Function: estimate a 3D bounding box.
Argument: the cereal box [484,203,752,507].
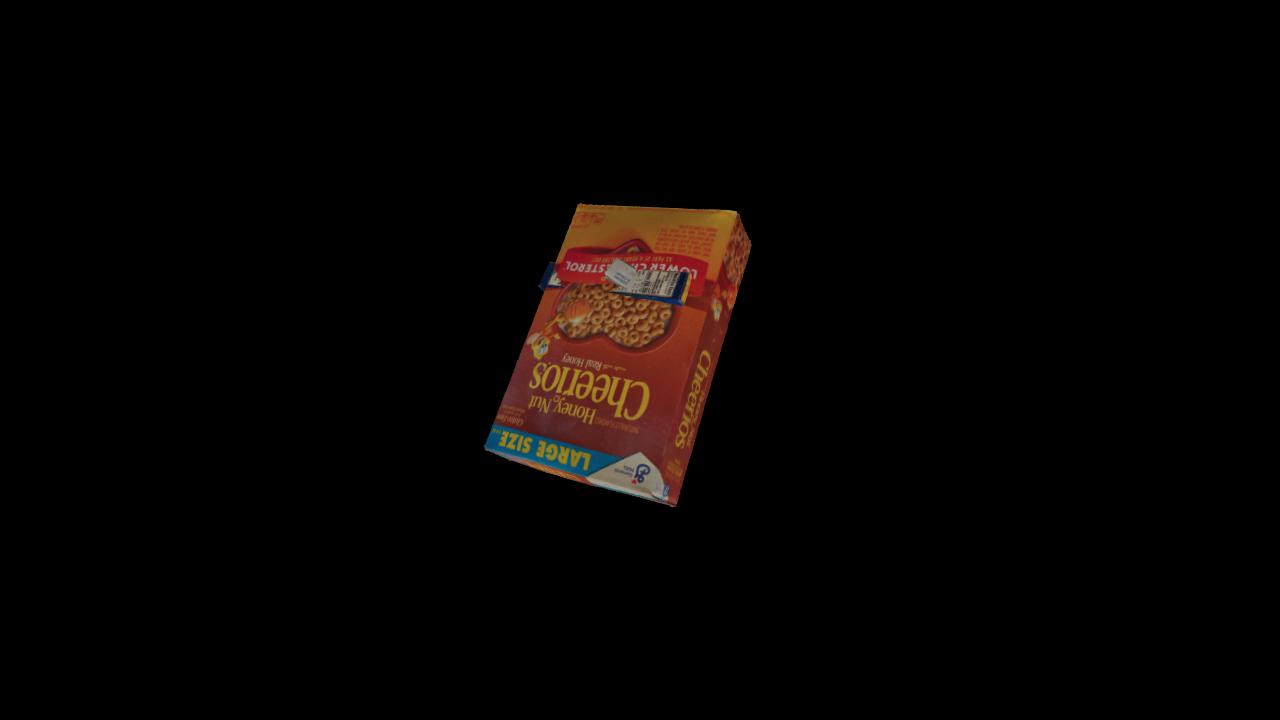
[{"bbox_3d":[-0.019,-0.018,0.660,0.203,0.306,0.081,11,-17,28],"label":"cereal box"}]

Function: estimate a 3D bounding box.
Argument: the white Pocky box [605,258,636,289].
[{"bbox_3d":[0.004,-0.050,0.703,0.084,0.028,0.154,34,-17,15],"label":"white Pocky box"}]

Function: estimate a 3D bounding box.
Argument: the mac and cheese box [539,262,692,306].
[{"bbox_3d":[-0.014,-0.066,0.686,0.184,0.041,0.093,9,-22,30],"label":"mac and cheese box"}]

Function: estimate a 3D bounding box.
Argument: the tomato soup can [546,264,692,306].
[{"bbox_3d":[-0.018,0.047,0.733,0.068,0.101,0.068,8,-5,1],"label":"tomato soup can"}]
